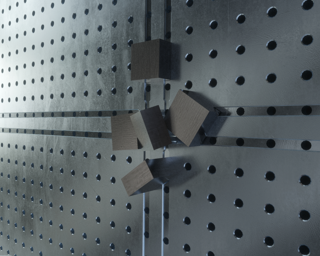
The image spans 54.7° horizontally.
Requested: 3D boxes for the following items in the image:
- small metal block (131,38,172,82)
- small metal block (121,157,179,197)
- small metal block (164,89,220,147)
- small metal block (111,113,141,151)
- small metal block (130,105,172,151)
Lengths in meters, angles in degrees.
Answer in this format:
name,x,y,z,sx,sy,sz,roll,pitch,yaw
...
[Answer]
name,x,y,z,sx,sy,sz,roll,pitch,yaw
small metal block,-0.012,-0.089,0.418,0.050,0.025,0.050,2,91,39
small metal block,-0.013,0.063,0.402,0.050,0.050,0.025,-40,66,32
small metal block,0.036,-0.012,0.378,0.050,0.025,0.050,41,115,32
small metal block,-0.043,0.006,0.442,0.050,0.025,0.050,-6,86,39
small metal block,-0.013,0.001,0.397,0.050,0.025,0.050,71,160,-1
